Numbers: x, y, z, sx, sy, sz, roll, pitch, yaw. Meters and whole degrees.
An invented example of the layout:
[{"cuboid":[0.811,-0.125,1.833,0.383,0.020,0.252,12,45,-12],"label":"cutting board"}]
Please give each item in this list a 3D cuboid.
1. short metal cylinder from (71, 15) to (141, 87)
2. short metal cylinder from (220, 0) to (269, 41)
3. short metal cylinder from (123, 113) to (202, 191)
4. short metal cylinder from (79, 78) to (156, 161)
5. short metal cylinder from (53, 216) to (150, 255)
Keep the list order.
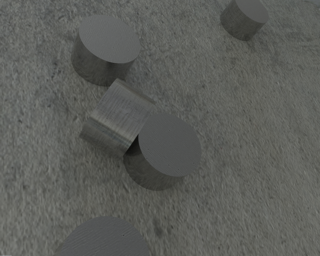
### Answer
[{"cuboid":[-0.073,-0.102,0.412,0.081,0.050,0.080,14,56,-21],"label":"short metal cylinder"},{"cuboid":[0.167,-0.221,0.616,0.081,0.050,0.080,14,56,-21],"label":"short metal cylinder"},{"cuboid":[0.002,0.029,0.372,0.081,0.050,0.080,14,56,-21],"label":"short metal cylinder"},{"cuboid":[-0.047,-0.010,0.350,0.050,0.080,0.080,33,51,-7],"label":"short metal cylinder"},{"cuboid":[-0.055,0.127,0.282,0.081,0.050,0.080,14,56,-21],"label":"short metal cylinder"}]
